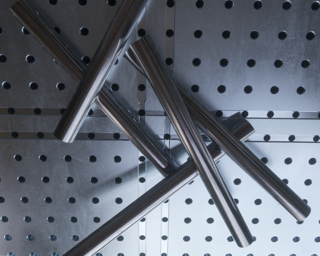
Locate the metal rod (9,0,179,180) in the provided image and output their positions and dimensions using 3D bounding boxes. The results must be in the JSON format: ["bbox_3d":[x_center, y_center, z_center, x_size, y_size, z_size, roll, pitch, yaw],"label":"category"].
[{"bbox_3d":[-0.069,-0.034,0.399,0.025,0.025,0.300,-38,106,12],"label":"metal rod"}]

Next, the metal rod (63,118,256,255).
[{"bbox_3d":[-0.001,0.087,0.412,0.301,0.025,0.025,-37,107,-1],"label":"metal rod"}]

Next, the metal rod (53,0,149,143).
[{"bbox_3d":[-0.044,-0.115,0.352,0.025,0.025,0.299,29,101,-11],"label":"metal rod"}]

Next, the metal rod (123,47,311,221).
[{"bbox_3d":[0.073,0.007,0.387,0.300,0.025,0.025,43,104,-3],"label":"metal rod"}]

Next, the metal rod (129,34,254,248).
[{"bbox_3d":[0.047,0.029,0.380,0.025,0.025,0.299,-26,107,9],"label":"metal rod"}]
